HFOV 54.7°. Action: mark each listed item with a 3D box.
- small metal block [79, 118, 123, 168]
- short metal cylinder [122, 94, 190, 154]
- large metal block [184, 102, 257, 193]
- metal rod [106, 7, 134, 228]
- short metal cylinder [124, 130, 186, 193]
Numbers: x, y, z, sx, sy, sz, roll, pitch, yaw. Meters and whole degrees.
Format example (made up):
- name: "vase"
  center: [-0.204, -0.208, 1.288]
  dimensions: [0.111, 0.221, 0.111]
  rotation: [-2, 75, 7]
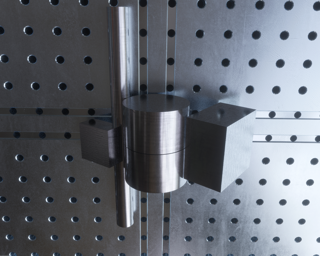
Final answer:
- name: "small metal block"
  center: [-0.077, 0.019, 0.403]
  dimensions: [0.050, 0.025, 0.050]
  rotation: [13, 113, 32]
- name: "short metal cylinder"
  center: [-0.005, -0.007, 0.377]
  dimensions: [0.081, 0.080, 0.050]
  rotation: [1, 110, -1]
- name: "large metal block"
  center: [0.074, 0.020, 0.380]
  dimensions: [0.050, 0.081, 0.079]
  rotation: [16, 115, 35]
- name: "metal rod"
  center: [-0.050, 0.000, 0.408]
  dimensions: [0.025, 0.025, 0.298]
  rotation: [0, 110, 0]
- name: "short metal cylinder"
  center: [-0.005, 0.040, 0.394]
  dimensions: [0.081, 0.080, 0.050]
  rotation: [1, 110, -1]
